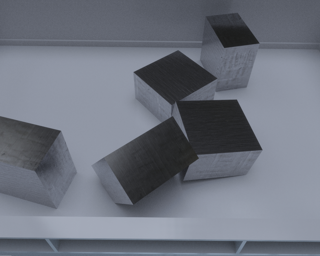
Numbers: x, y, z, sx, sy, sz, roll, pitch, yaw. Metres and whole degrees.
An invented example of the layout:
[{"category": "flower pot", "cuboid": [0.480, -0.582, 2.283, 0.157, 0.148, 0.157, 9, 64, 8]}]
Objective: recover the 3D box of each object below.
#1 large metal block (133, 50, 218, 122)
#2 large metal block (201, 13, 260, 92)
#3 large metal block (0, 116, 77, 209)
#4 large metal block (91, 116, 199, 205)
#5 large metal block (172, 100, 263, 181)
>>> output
[{"category": "large metal block", "cuboid": [0.020, -0.055, 0.435, 0.081, 0.050, 0.080, -32, 57, -24]}, {"category": "large metal block", "cuboid": [0.100, -0.114, 0.466, 0.050, 0.080, 0.080, -9, 51, -8]}, {"category": "large metal block", "cuboid": [-0.146, 0.038, 0.336, 0.080, 0.080, 0.050, 13, 51, 10]}, {"category": "large metal block", "cuboid": [-0.019, 0.036, 0.329, 0.081, 0.080, 0.050, -31, 90, -24]}, {"category": "large metal block", "cuboid": [0.062, 0.012, 0.372, 0.081, 0.050, 0.080, -3, 50, -14]}]
